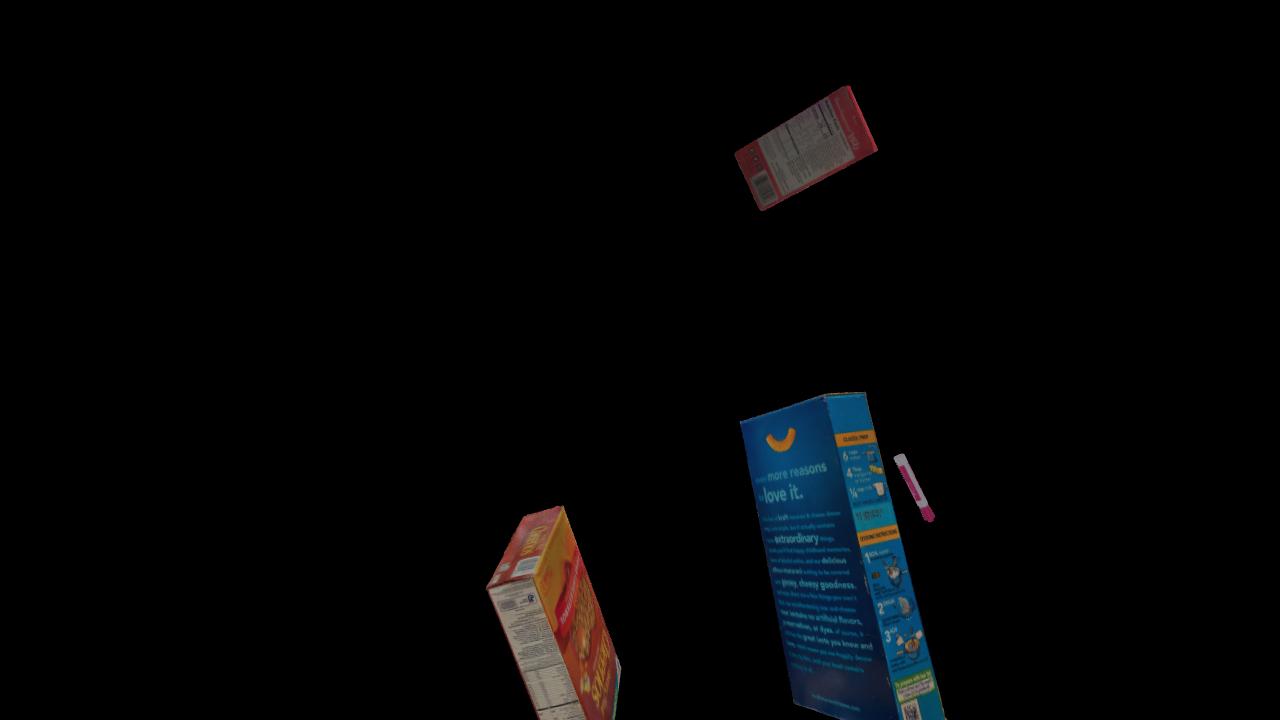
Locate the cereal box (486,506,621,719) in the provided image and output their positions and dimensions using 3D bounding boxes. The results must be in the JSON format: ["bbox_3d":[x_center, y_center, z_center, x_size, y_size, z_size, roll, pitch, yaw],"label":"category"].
[{"bbox_3d":[-0.110,0.394,0.887,0.081,0.306,0.203,-17,10,7],"label":"cereal box"}]

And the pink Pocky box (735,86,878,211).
[{"bbox_3d":[0.201,-0.256,0.756,0.155,0.084,0.029,-23,5,36],"label":"pink Pocky box"}]

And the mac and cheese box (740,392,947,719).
[{"bbox_3d":[0.117,0.119,0.382,0.041,0.184,0.093,-2,-15,-25],"label":"mac and cheese box"}]

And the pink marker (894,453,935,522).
[{"bbox_3d":[0.461,0.215,1.030,0.020,0.121,0.020,-25,-3,-1],"label":"pink marker"}]
